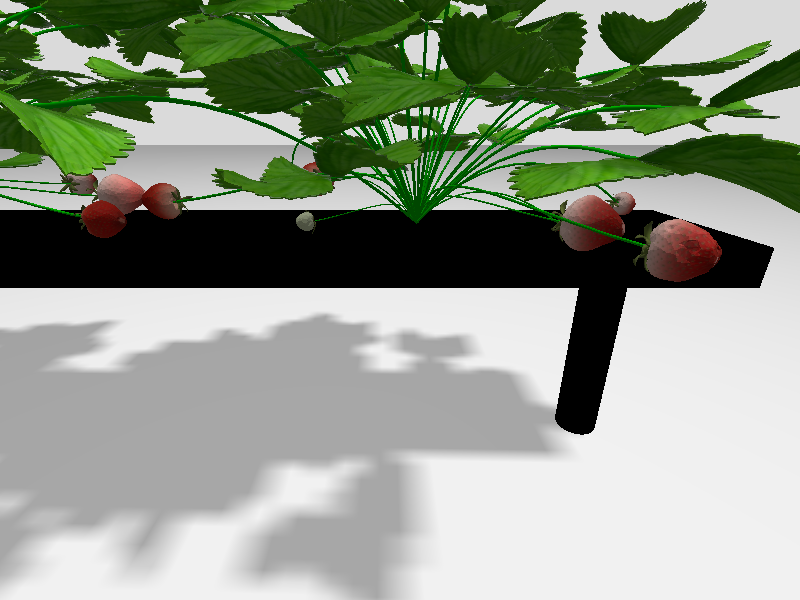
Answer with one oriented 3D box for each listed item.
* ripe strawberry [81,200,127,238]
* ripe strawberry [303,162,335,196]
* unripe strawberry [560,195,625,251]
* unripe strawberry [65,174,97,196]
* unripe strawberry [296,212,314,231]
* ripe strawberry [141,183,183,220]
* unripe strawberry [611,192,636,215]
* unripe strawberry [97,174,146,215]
[{"bbox_3d":[-0.220,-0.060,0.300,0.028,0.027,0.026,6,23,12],"label":"ripe strawberry"},{"bbox_3d":[-0.103,-0.148,0.490,0.044,0.039,0.040,-16,27,-33],"label":"ripe strawberry"},{"bbox_3d":[0.128,-0.050,0.265,0.038,0.037,0.035,17,28,34],"label":"unripe strawberry"},{"bbox_3d":[-0.396,-0.148,0.502,0.032,0.034,0.035,5,23,12],"label":"unripe strawberry"},{"bbox_3d":[-0.076,-0.062,0.318,0.014,0.015,0.013,-8,24,-18],"label":"unripe strawberry"},{"bbox_3d":[-0.219,-0.090,0.366,0.033,0.033,0.031,2,23,5],"label":"ripe strawberry"},{"bbox_3d":[0.216,-0.092,0.385,0.022,0.021,0.020,5,21,-14],"label":"unripe strawberry"},{"bbox_3d":[-0.268,-0.102,0.388,0.039,0.038,0.036,-6,23,-15],"label":"unripe strawberry"}]
